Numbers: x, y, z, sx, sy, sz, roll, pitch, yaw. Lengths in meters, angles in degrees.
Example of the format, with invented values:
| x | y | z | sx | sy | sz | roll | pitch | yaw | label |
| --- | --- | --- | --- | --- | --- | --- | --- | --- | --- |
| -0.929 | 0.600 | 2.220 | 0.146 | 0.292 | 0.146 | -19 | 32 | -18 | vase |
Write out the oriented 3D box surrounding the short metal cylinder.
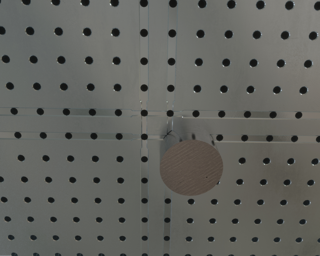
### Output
| x | y | z | sx | sy | sz | roll | pitch | yaw | label |
| --- | --- | --- | --- | --- | --- | --- | --- | --- | --- |
| 0.040 | 0.043 | 0.416 | 0.080 | 0.050 | 0.079 | 0 | 110 | 0 | short metal cylinder |
